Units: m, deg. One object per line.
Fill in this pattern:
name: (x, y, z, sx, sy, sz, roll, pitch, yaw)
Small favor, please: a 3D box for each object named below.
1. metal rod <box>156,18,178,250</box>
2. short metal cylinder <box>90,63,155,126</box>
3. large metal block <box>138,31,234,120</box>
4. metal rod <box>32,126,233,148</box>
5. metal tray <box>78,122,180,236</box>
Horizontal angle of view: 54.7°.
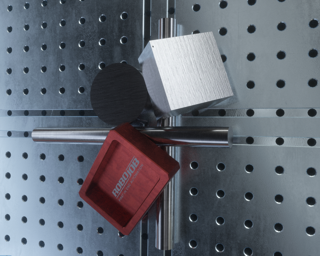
metal rod: (0.009, 0.008, 0.409, 0.025, 0.025, 0.298, 1, 91, 20)
short metal cylinder: (-0.045, -0.043, 0.415, 0.080, 0.050, 0.079, 0, 90, 20)
large metal block: (0.029, -0.061, 0.368, 0.081, 0.050, 0.080, -15, 84, -21)
metal rod: (-0.055, 0.011, 0.414, 0.300, 0.025, 0.025, 0, 90, 27)
metal tray: (-0.044, 0.068, 0.398, 0.090, 0.030, 0.129, 38, 123, 10)
